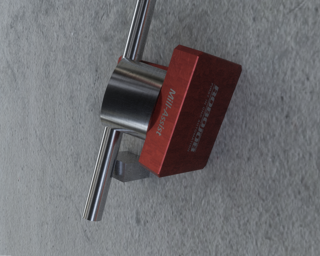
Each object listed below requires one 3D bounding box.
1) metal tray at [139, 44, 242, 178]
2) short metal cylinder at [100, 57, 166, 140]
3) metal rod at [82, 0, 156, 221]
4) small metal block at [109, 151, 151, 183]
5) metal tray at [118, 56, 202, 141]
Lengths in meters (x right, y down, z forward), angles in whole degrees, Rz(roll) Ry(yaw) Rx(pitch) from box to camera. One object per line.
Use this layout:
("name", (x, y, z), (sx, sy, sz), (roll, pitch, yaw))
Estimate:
("metal tray", (0.035, -0.015, 0.334), (0.030, 0.091, 0.129), (29, 108, 36))
("short metal cylinder", (-0.025, -0.032, 0.342), (0.050, 0.080, 0.079), (19, 105, 4))
("metal rod", (-0.051, -0.030, 0.395), (0.025, 0.025, 0.298), (14, 90, 39))
("small metal block", (-0.047, 0.052, 0.427), (0.050, 0.050, 0.025), (17, 101, 38))
("metal tray", (-0.010, -0.039, 0.409), (0.130, 0.030, 0.089), (23, 105, 37))
